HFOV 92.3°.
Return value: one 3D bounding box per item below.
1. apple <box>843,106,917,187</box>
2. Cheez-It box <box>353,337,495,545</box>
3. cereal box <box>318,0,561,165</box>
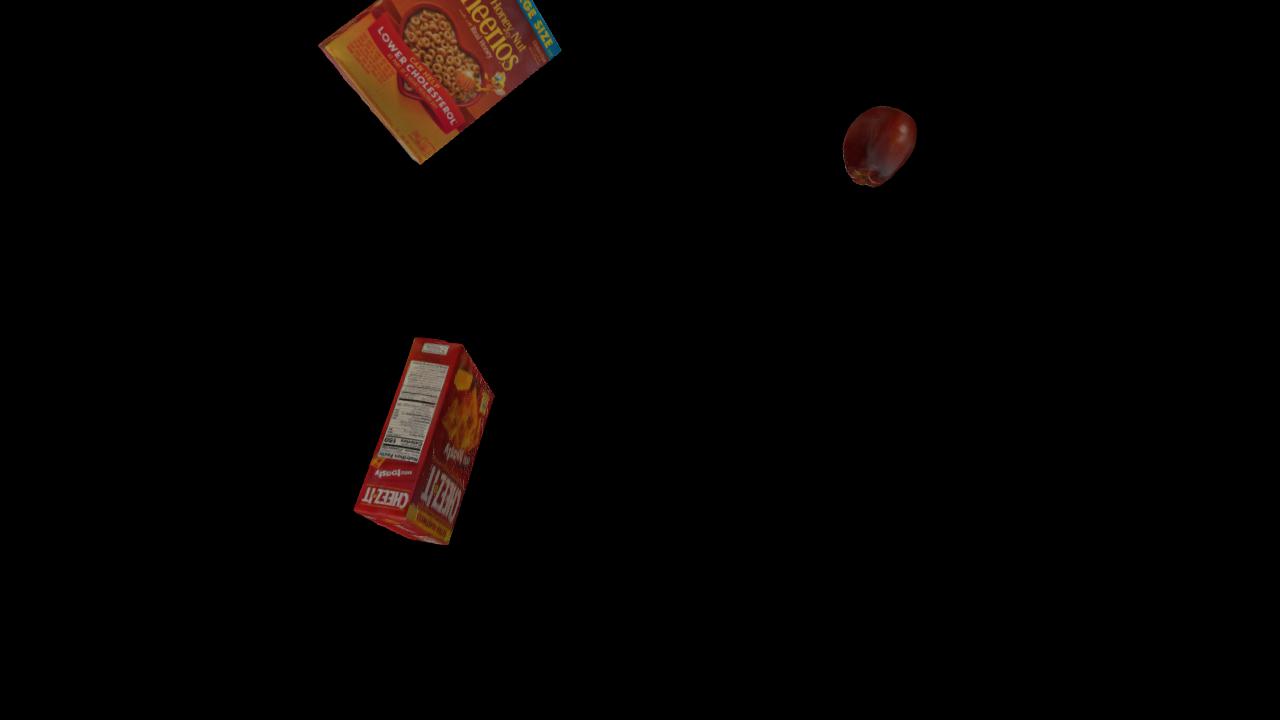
[{"bbox_3d":[0.279,-0.252,0.722,0.079,0.093,0.079,27,-4,2],"label":"apple"},{"bbox_3d":[-0.263,0.107,0.783,0.071,0.223,0.166,8,-26,6],"label":"Cheez-It box"},{"bbox_3d":[-0.297,-0.483,0.951,0.081,0.306,0.203,40,-11,47],"label":"cereal box"}]
